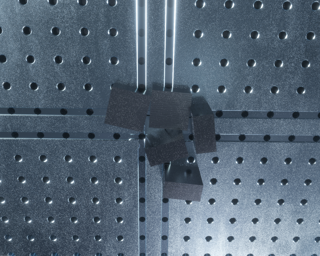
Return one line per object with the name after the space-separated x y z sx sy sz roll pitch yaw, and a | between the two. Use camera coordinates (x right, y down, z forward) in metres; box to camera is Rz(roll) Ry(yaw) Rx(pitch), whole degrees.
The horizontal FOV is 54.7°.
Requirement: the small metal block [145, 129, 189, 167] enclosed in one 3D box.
0.009 0.022 0.409 0.050 0.050 0.025 -16 110 5 | small metal block

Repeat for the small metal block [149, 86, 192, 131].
0.013 -0.026 0.404 0.050 0.025 0.050 5 110 -3 | small metal block

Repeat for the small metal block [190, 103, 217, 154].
0.055 -0.001 0.401 0.025 0.050 0.050 -7 110 2 | small metal block

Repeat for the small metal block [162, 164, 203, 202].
0.030 0.075 0.428 0.050 0.050 0.025 7 110 -3 | small metal block

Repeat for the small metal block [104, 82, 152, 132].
-0.041 -0.027 0.403 0.050 0.025 0.050 13 110 -5 | small metal block
